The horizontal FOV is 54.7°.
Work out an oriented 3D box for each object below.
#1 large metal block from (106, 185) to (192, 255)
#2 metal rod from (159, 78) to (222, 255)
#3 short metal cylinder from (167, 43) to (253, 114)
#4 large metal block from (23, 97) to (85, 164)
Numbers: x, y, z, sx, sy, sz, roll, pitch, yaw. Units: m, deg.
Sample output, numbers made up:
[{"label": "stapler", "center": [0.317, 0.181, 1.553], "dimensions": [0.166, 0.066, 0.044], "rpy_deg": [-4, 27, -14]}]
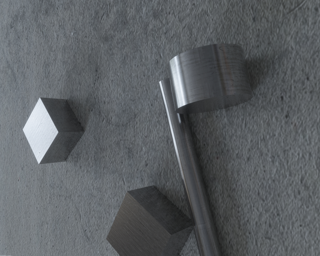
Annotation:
[{"label": "large metal block", "center": [-0.014, 0.134, 0.398], "dimensions": [0.080, 0.050, 0.079], "rpy_deg": [37, 112, 33]}, {"label": "metal rod", "center": [0.044, 0.084, 0.367], "dimensions": [0.025, 0.025, 0.299], "rpy_deg": [-21, 77, 38]}, {"label": "short metal cylinder", "center": [0.052, -0.048, 0.325], "dimensions": [0.080, 0.081, 0.050], "rpy_deg": [-15, 80, 38]}, {"label": "large metal block", "center": [-0.187, 0.005, 0.539], "dimensions": [0.080, 0.050, 0.080], "rpy_deg": [-51, 61, 28]}]
